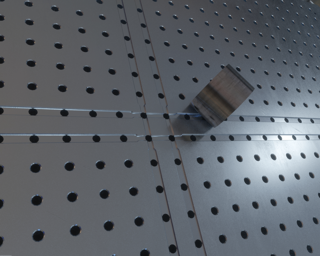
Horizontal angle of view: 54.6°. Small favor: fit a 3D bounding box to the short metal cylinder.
[{"bbox_3d":[0.089,-0.046,0.448,0.050,0.080,0.080,45,51,2],"label":"short metal cylinder"}]
